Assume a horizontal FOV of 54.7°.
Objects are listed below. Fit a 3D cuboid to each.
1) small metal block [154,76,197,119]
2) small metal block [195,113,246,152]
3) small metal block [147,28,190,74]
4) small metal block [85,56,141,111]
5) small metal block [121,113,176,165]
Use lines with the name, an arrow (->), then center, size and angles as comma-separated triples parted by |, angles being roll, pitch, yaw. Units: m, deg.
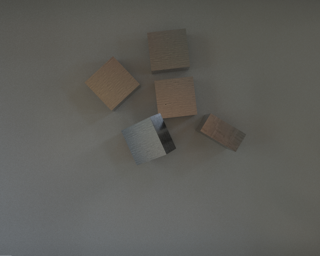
small metal block -> 0.020, -0.039, 0.412 | 0.050, 0.025, 0.050 | -7, 90, -1
small metal block -> 0.077, 0.005, 0.400 | 0.050, 0.050, 0.025 | 31, 90, -1
small metal block -> 0.011, -0.101, 0.412 | 0.050, 0.025, 0.050 | -7, 90, -1
small metal block -> -0.061, -0.057, 0.411 | 0.050, 0.025, 0.050 | -43, 91, 0
small metal block -> -0.015, 0.015, 0.399 | 0.050, 0.025, 0.050 | -24, 91, 34
